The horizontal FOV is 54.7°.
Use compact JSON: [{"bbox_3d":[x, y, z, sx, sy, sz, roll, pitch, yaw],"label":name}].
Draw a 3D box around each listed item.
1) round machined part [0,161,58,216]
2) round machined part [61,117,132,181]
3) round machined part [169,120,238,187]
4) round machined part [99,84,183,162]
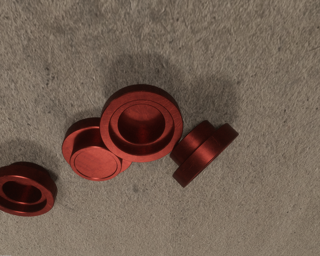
[{"bbox_3d":[-0.205,0.088,0.468,0.099,0.042,0.097,-1,130,0],"label":"round machined part"},{"bbox_3d":[-0.085,0.036,0.425,0.099,0.042,0.097,-1,130,0],"label":"round machined part"},{"bbox_3d":[0.051,0.028,0.397,0.042,0.099,0.097,46,125,12],"label":"round machined part"},{"bbox_3d":[-0.023,-0.009,0.380,0.099,0.042,0.097,-2,120,-4],"label":"round machined part"}]
